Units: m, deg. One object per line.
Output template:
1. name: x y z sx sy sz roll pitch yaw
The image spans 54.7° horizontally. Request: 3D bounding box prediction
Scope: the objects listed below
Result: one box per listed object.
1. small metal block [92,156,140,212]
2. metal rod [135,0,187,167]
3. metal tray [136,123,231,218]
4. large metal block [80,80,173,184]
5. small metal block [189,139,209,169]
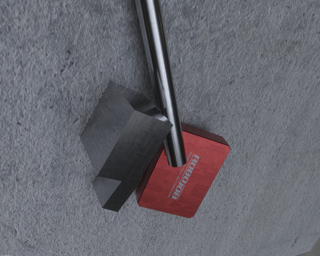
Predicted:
1. small metal block: -0.059 0.072 0.404 0.025 0.050 0.050 29 102 -38
2. metal rod: -0.004 -0.085 0.331 0.025 0.025 0.298 -21 120 -16
3. metal tray: 0.030 0.062 0.443 0.091 0.030 0.129 18 110 -17
4. large metal block: -0.042 0.004 0.352 0.050 0.080 0.080 21 107 -36
5. small metal block: 0.052 0.041 0.463 0.050 0.025 0.050 -38 130 -3
